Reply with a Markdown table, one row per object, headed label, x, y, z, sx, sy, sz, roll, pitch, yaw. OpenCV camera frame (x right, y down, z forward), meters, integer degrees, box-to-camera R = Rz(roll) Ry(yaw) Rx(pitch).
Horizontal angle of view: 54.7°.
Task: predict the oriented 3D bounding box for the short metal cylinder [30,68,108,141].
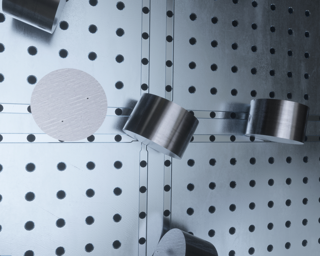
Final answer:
| label | x | y | z | sx | sy | sz | roll | pitch | yaw |
| --- | --- | --- | --- | --- | --- | --- | --- | --- | --- |
| short metal cylinder | -0.106 | -0.025 | 0.360 | 0.081 | 0.050 | 0.079 | 0 | 90 | -20 |

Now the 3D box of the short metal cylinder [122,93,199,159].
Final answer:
| label | x | y | z | sx | sy | sz | roll | pitch | yaw |
| --- | --- | --- | --- | --- | --- | --- | --- | --- | --- |
| short metal cylinder | 0.001 | -0.001 | 0.384 | 0.080 | 0.080 | 0.050 | 30 | 80 | -18 |

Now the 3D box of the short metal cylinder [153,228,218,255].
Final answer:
| label | x | y | z | sx | sy | sz | roll | pitch | yaw |
| --- | --- | --- | --- | --- | --- | --- | --- | --- | --- |
| short metal cylinder | 0.029 | 0.176 | 0.394 | 0.050 | 0.080 | 0.080 | 29 | 81 | -18 |

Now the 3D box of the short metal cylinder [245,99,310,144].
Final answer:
| label | x | y | z | sx | sy | sz | roll | pitch | yaw |
| --- | --- | --- | --- | --- | --- | --- | --- | --- | --- |
| short metal cylinder | 0.167 | -0.008 | 0.445 | 0.081 | 0.080 | 0.050 | 12 | 86 | -20 |

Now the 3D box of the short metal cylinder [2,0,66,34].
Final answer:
| label | x | y | z | sx | sy | sz | roll | pitch | yaw |
| --- | --- | --- | --- | --- | --- | --- | --- | --- | --- |
| short metal cylinder | -0.129 | -0.150 | 0.335 | 0.050 | 0.080 | 0.080 | 20 | 83 | -19 |
